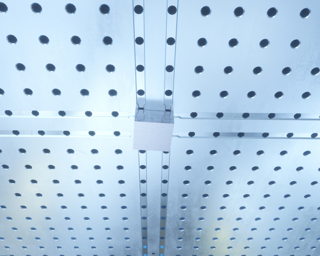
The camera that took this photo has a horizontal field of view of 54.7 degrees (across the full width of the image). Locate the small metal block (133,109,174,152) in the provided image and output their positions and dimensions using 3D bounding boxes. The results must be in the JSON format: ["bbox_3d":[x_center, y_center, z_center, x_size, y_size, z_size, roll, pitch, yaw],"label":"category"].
[{"bbox_3d":[-0.009,0.004,0.414,0.050,0.025,0.050,4,130,-4],"label":"small metal block"}]
